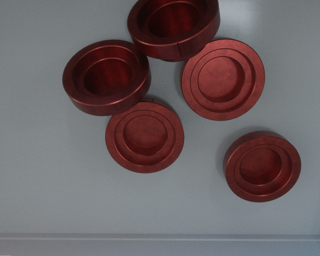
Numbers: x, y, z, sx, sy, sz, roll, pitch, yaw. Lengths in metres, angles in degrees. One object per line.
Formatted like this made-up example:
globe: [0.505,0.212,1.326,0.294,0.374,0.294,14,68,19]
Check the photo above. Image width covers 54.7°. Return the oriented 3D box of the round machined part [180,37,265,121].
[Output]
round machined part: [0.074,-0.061,0.381,0.099,0.042,0.097,0,110,-1]

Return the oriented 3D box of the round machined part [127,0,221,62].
round machined part: [0.017,-0.112,0.342,0.098,0.098,0.042,-18,146,6]

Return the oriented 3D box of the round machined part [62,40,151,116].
round machined part: [-0.058,-0.054,0.362,0.099,0.098,0.042,-8,148,2]

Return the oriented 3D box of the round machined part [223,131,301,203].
round machined part: [0.134,0.049,0.422,0.099,0.042,0.097,0,110,-1]

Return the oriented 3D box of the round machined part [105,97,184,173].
round machined part: [-0.019,0.006,0.404,0.099,0.042,0.097,0,110,-1]
